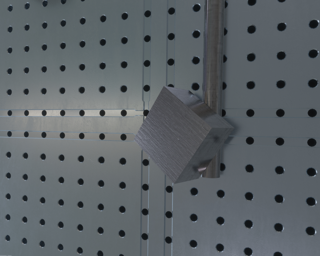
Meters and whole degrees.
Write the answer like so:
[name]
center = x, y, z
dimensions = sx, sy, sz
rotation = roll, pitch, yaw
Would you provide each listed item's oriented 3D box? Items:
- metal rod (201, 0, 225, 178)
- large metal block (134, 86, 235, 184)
[metal rod]
center = 0.067, -0.088, 0.388
dimensions = 0.025, 0.025, 0.298
rotation = 2, 91, 20
[large metal block]
center = 0.026, 0.007, 0.371
dimensions = 0.080, 0.050, 0.080
rotation = 45, 117, 31
